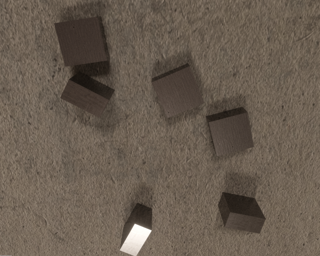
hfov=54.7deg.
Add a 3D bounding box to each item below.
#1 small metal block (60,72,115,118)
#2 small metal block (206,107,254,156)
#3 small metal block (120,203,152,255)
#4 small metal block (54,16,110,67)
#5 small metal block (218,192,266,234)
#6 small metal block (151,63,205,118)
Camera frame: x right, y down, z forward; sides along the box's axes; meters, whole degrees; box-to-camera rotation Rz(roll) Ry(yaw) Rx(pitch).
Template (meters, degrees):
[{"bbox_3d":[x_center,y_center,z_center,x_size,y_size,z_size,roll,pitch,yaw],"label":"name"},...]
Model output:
[{"bbox_3d":[-0.087,-0.042,0.380,0.050,0.050,0.025,27,108,-10],"label":"small metal block"},{"bbox_3d":[0.093,0.004,0.413,0.050,0.025,0.050,-15,110,5],"label":"small metal block"},{"bbox_3d":[-0.034,0.147,0.450,0.025,0.050,0.050,25,108,-9],"label":"small metal block"},{"bbox_3d":[-0.092,-0.104,0.370,0.050,0.025,0.050,-8,110,2],"label":"small metal block"},{"bbox_3d":[0.115,0.120,0.443,0.050,0.050,0.025,12,110,-5],"label":"small metal block"},{"bbox_3d":[0.023,-0.048,0.393,0.050,0.025,0.050,-22,109,7],"label":"small metal block"}]
